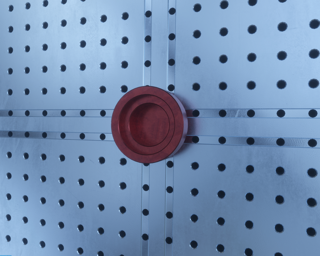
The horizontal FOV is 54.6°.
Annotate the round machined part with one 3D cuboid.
[{"bbox_3d":[-0.011,-0.004,0.407,0.098,0.042,0.097,0,90,20],"label":"round machined part"}]
